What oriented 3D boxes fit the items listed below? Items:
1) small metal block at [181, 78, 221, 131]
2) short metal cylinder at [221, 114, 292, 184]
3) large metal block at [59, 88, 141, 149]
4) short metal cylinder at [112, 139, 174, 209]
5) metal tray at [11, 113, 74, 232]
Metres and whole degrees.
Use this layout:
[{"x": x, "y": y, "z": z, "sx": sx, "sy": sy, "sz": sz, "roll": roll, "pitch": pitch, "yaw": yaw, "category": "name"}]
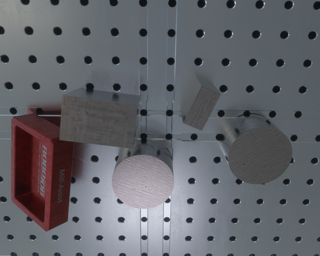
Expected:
[{"x": 0.049, "y": -0.031, "z": 0.389, "sx": 0.025, "sy": 0.050, "sz": 0.050, "roll": 22, "pitch": 109, "yaw": -8, "category": "small metal block"}, {"x": 0.125, "y": 0.027, "z": 0.411, "sx": 0.081, "sy": 0.050, "sz": 0.079, "roll": 0, "pitch": 110, "yaw": 0, "category": "short metal cylinder"}, {"x": -0.068, "y": -0.015, "z": 0.375, "sx": 0.081, "sy": 0.080, "sz": 0.050, "roll": 7, "pitch": 103, "yaw": -3, "category": "large metal block"}, {"x": -0.022, "y": 0.062, "z": 0.423, "sx": 0.081, "sy": 0.050, "sz": 0.079, "roll": 0, "pitch": 110, "yaw": 0, "category": "short metal cylinder"}, {"x": -0.156, "y": 0.056, "z": 0.403, "sx": 0.090, "sy": 0.030, "sz": 0.129, "roll": 23, "pitch": 114, "yaw": 32, "category": "metal tray"}]
